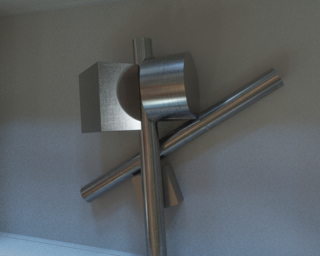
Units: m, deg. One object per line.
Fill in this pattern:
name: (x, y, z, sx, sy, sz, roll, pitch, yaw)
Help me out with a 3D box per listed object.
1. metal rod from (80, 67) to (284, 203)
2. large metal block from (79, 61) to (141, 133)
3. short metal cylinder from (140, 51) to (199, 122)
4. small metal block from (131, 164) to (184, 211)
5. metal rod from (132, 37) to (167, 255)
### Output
metal rod: (0.016, 0.018, 0.402, 0.300, 0.025, 0.025, -33, 80, 16)
large metal block: (-0.067, -0.035, 0.397, 0.080, 0.050, 0.079, -5, 88, 60)
short metal cylinder: (0.014, -0.048, 0.373, 0.050, 0.080, 0.080, -5, 89, 18)
small metal block: (-0.003, 0.081, 0.409, 0.050, 0.025, 0.050, -22, 83, 18)
metal rod: (-0.012, 0.038, 0.385, 0.025, 0.025, 0.298, -5, 87, 19)
